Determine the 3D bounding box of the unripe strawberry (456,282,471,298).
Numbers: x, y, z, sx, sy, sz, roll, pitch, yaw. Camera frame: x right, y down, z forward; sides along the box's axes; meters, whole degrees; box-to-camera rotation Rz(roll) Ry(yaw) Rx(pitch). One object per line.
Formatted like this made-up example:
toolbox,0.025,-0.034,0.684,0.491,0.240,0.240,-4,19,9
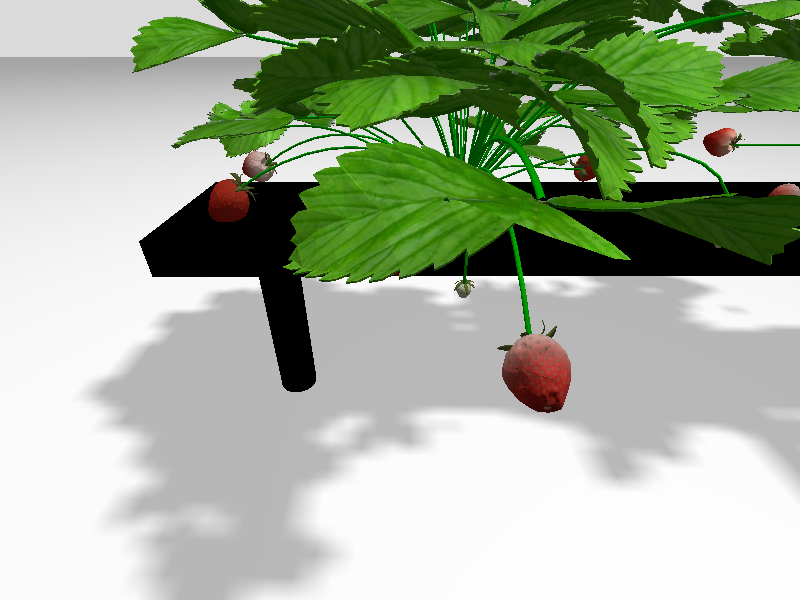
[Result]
unripe strawberry,0.035,-0.006,0.222,0.009,0.010,0.010,4,33,6

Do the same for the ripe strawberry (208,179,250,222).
ripe strawberry,-0.137,-0.077,0.320,0.030,0.035,0.035,42,15,-32

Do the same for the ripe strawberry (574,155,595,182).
ripe strawberry,0.196,-0.137,0.412,0.028,0.030,0.026,-15,36,-22

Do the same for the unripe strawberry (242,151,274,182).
unripe strawberry,-0.148,-0.137,0.414,0.032,0.031,0.030,-1,30,23

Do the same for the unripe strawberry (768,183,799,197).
unripe strawberry,0.323,-0.086,0.339,0.022,0.023,0.020,-13,33,1

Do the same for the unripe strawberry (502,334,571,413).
unripe strawberry,0.053,0.029,0.155,0.026,0.030,0.028,0,45,0

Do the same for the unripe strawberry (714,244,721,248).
unripe strawberry,0.211,-0.039,0.264,0.010,0.010,0.011,21,38,28

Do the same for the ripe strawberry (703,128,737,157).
ripe strawberry,0.406,-0.202,0.511,0.032,0.034,0.035,-16,36,-23

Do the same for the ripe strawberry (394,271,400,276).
ripe strawberry,0.003,-0.032,0.244,0.038,0.040,0.041,12,36,18
